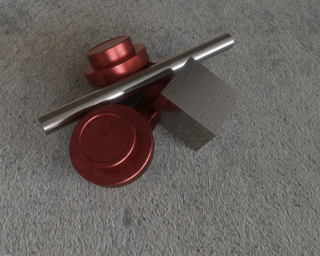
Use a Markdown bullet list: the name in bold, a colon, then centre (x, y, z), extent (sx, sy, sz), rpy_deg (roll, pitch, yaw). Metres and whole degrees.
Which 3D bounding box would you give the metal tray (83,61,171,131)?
- **metal tray**: centre (-0.036, -0.044, 0.438), extent (0.090, 0.030, 0.130), rpy_deg (19, 53, 15)

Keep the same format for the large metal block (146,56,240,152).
- **large metal block**: centre (0.043, -0.031, 0.396), extent (0.080, 0.050, 0.080), rpy_deg (37, 55, -2)

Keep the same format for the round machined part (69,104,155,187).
- **round machined part**: centre (-0.057, 0.017, 0.356), extent (0.099, 0.042, 0.098), rpy_deg (-2, 70, 6)

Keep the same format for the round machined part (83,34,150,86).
- **round machined part**: centre (-0.068, -0.103, 0.454), extent (0.098, 0.042, 0.098), rpy_deg (-18, 28, 10)

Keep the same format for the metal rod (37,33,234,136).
- **metal rod**: centre (-0.017, -0.069, 0.424), extent (0.302, 0.025, 0.025), rpy_deg (-28, 56, -22)
